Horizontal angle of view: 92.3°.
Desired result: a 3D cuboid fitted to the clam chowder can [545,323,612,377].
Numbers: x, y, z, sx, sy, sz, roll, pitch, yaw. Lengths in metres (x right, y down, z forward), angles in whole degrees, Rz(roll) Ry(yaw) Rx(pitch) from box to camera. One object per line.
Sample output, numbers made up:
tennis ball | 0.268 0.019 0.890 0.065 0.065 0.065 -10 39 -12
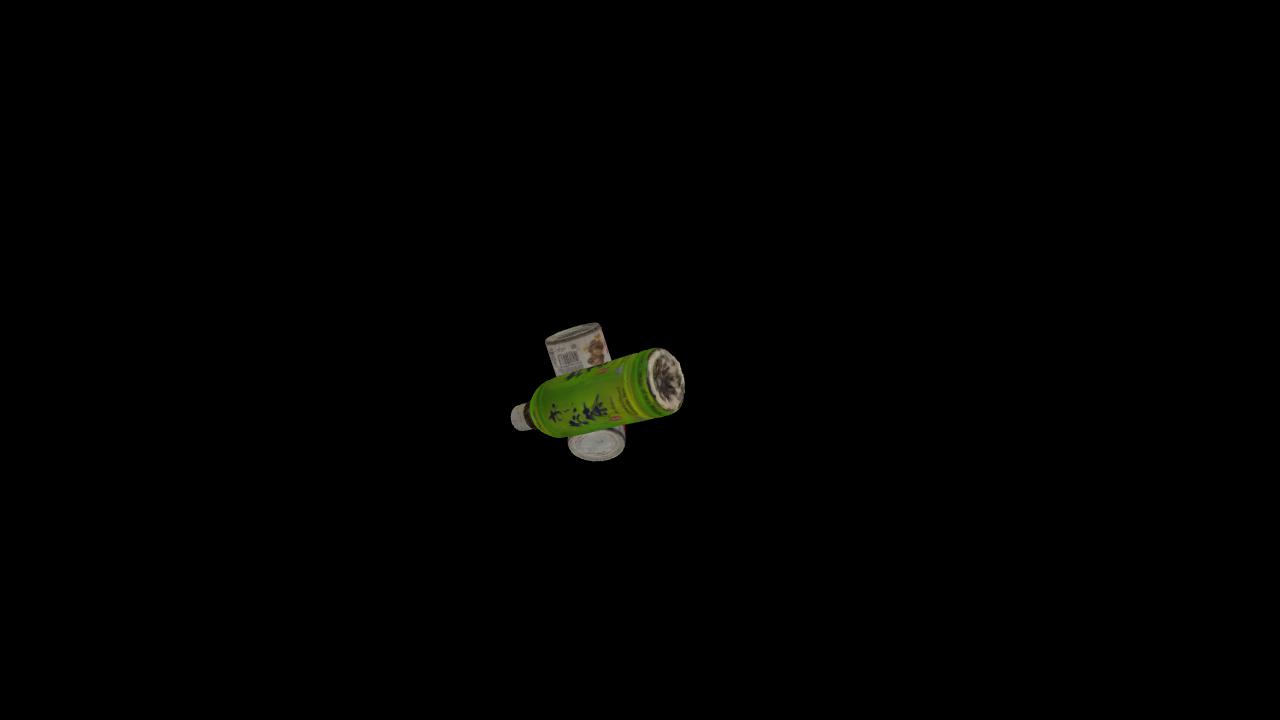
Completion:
clam chowder can | -0.063 0.015 0.706 0.068 0.102 0.068 -17 13 4

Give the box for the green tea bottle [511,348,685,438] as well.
green tea bottle | -0.055 0.044 0.660 0.212 0.073 0.073 -19 -11 34

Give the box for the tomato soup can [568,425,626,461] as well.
tomato soup can | -0.051 0.060 0.727 0.068 0.101 0.068 -1 -42 -1
